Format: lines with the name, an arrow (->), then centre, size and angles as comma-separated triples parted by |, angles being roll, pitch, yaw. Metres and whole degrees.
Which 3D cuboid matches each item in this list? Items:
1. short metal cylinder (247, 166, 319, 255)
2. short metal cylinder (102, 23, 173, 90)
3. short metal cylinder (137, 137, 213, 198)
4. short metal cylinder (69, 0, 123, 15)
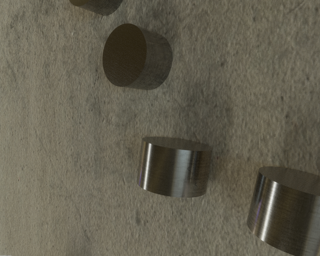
short metal cylinder -> 0.121, 0.070, 0.268 | 0.080, 0.081, 0.050 | 17, 101, 38
short metal cylinder -> -0.031, -0.092, 0.412 | 0.080, 0.050, 0.079 | 0, 90, 39
short metal cylinder -> 0.016, 0.042, 0.354 | 0.080, 0.081, 0.050 | 12, 98, 39
short metal cylinder -> -0.096, -0.216, 0.465 | 0.080, 0.050, 0.079 | 0, 90, 39
